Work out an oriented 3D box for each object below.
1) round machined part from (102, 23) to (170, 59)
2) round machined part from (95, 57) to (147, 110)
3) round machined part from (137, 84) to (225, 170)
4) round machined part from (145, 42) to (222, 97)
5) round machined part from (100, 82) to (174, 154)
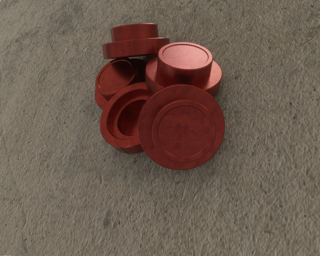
[{"bbox_3d":[-0.035,-0.126,0.451,0.098,0.099,0.042,1,104,28],"label":"round machined part"},{"bbox_3d":[-0.057,-0.067,0.465,0.098,0.042,0.098,-13,56,20],"label":"round machined part"},{"bbox_3d":[0.024,0.001,0.345,0.098,0.098,0.042,-37,10,3],"label":"round machined part"},{"bbox_3d":[0.031,-0.075,0.395,0.099,0.042,0.098,2,43,-2],"label":"round machined part"},{"bbox_3d":[-0.027,-0.009,0.413,0.098,0.042,0.098,-13,56,20],"label":"round machined part"}]
